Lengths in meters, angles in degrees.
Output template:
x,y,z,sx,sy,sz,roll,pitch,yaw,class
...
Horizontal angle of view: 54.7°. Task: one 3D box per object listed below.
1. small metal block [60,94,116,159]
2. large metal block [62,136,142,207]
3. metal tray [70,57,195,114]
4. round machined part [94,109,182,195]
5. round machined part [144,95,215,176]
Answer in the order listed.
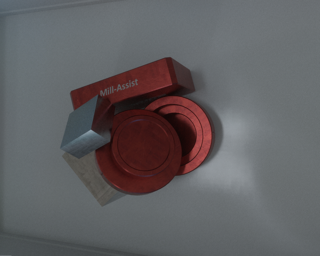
x,y,z,sx,sy,sz,roll,pitch,yaw,class
-0.078,-0.001,0.337,0.050,0.025,0.050,-28,42,30,small metal block
-0.063,0.046,0.401,0.050,0.080,0.080,-46,76,14,large metal block
-0.031,-0.045,0.384,0.130,0.090,0.030,-16,86,19,metal tray
-0.022,0.024,0.345,0.099,0.042,0.098,5,71,-14,round machined part
0.021,0.009,0.393,0.098,0.042,0.097,0,90,19,round machined part
